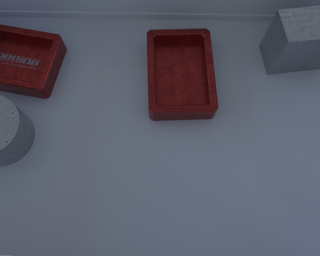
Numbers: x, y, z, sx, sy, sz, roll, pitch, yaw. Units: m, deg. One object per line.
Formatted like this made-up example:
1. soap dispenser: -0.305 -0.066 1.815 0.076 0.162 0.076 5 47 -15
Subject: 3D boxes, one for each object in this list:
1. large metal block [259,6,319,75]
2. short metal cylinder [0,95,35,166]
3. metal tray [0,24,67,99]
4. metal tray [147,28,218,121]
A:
1. large metal block: 0.194 -0.119 0.426 0.081 0.080 0.050 -7 70 -3
2. short metal cylinder: -0.209 0.004 0.392 0.081 0.050 0.080 0 70 0
3. metal tray: -0.211 -0.098 0.439 0.131 0.030 0.090 11 70 3
4. metal tray: 0.028 -0.077 0.435 0.091 0.030 0.130 -2 70 -1
